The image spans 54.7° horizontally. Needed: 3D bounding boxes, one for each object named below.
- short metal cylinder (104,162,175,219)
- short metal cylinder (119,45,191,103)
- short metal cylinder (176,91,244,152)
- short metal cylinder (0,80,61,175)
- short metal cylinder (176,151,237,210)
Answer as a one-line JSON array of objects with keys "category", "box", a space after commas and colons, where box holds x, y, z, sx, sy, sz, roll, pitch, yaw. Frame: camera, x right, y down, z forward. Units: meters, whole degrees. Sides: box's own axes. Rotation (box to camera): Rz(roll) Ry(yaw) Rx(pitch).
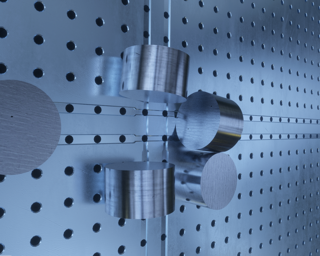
[{"category": "short metal cylinder", "box": [-0.023, 0.068, 0.356, 0.081, 0.080, 0.050, -1, 91, -40]}, {"category": "short metal cylinder", "box": [-0.006, -0.061, 0.370, 0.081, 0.080, 0.050, 9, 84, -40]}, {"category": "short metal cylinder", "box": [0.068, -0.007, 0.433, 0.050, 0.080, 0.080, 10, 84, -40]}, {"category": "short metal cylinder", "box": [-0.138, -0.001, 0.278, 0.081, 0.050, 0.079, 0, 90, -40]}, {"category": "short metal cylinder", "box": [0.068, 0.074, 0.452, 0.081, 0.050, 0.079, 0, 90, -40]}]
